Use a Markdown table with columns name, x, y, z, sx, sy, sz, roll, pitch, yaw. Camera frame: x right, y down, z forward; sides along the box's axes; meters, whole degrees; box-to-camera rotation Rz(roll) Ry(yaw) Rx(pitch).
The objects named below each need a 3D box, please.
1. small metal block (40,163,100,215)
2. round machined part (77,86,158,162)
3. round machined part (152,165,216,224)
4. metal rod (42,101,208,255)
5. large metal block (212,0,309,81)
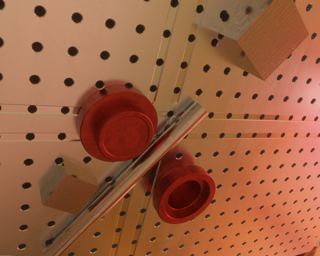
| name | x | y | z | sx | sy | sz | roll | pitch | yaw |
| --- | --- | --- | --- | --- | --- | --- | --- | --- | --- |
| small metal block | -0.115 | 0.079 | 0.397 | 0.050 | 0.025 | 0.050 | 33 | 100 | -38 |
| round machined part | -0.047 | 0.001 | 0.375 | 0.099 | 0.042 | 0.097 | -14 | 124 | -21 |
| round machined part | 0.033 | 0.097 | 0.478 | 0.099 | 0.042 | 0.097 | -14 | 124 | -21 |
| metal rod | -0.049 | 0.077 | 0.431 | 0.300 | 0.025 | 0.025 | -45 | 129 | 3 |
| large metal block | 0.127 | -0.120 | 0.390 | 0.080 | 0.050 | 0.080 | -48 | 129 | 5 |
